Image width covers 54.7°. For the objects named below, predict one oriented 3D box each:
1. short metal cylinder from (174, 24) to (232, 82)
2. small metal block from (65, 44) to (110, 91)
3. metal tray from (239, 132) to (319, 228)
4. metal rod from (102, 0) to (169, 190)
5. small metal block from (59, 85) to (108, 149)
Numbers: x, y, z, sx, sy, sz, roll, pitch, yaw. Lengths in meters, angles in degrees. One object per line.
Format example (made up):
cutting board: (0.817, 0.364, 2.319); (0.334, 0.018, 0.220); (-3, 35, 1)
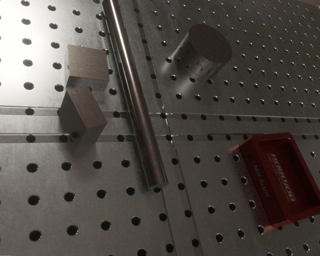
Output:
short metal cylinder: (0.070, -0.122, 0.506); (0.081, 0.050, 0.080); (14, 56, -21)
small metal block: (-0.096, -0.078, 0.405); (0.050, 0.025, 0.050); (3, 60, -27)
metal tray: (0.183, 0.072, 0.461); (0.091, 0.030, 0.130); (-3, 63, -30)
metal rod: (-0.040, -0.062, 0.425); (0.025, 0.025, 0.299); (-2, 63, -30)
small metal block: (-0.089, -0.012, 0.352); (0.025, 0.050, 0.050); (-20, 73, -36)
